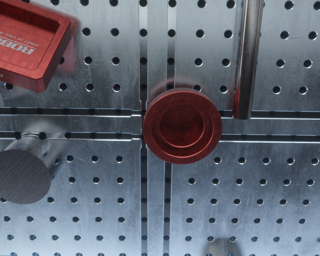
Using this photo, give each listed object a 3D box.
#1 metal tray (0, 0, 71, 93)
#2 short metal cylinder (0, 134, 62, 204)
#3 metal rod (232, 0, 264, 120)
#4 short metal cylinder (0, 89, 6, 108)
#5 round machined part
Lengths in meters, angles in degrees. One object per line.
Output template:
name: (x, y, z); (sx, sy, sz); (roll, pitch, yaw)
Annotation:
metal tray: (-0.177, -0.101, 0.342); (0.131, 0.030, 0.090); (18, 64, -7)
short metal cylinder: (-0.180, 0.055, 0.419); (0.081, 0.050, 0.079); (0, 110, 0)
metal rod: (0.108, -0.155, 0.357); (0.025, 0.025, 0.298); (0, 110, 0)
short metal cylinder: (-0.235, -0.041, 0.367); (0.080, 0.080, 0.050); (-10, 110, 3)
round machined part: (0.028, -0.005, 0.403); (0.099, 0.042, 0.097); (0, 110, 0)
